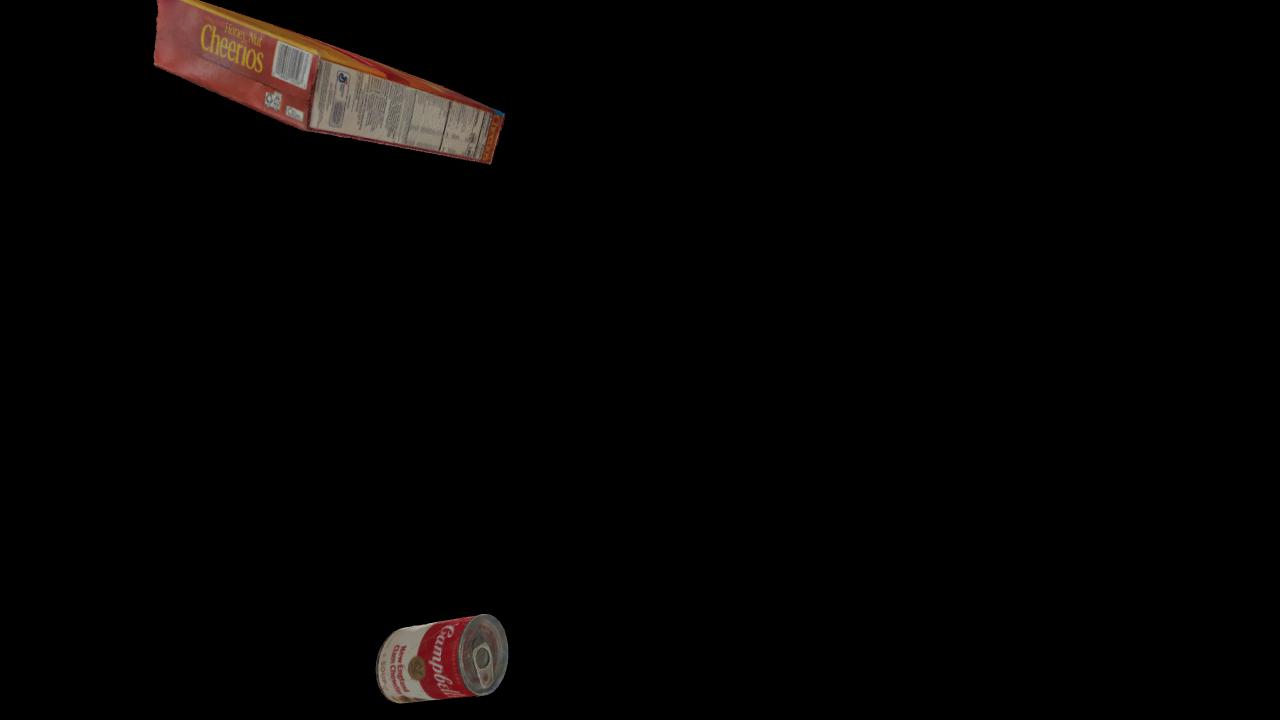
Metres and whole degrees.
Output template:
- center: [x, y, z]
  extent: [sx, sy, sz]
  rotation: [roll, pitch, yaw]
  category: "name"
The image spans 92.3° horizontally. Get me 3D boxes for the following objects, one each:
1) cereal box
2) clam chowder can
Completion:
- center: [-0.323, -0.304, 0.700]
  extent: [0.203, 0.081, 0.306]
  rotation: [25, 19, 14]
  category: "cereal box"
- center: [-0.184, 0.279, 0.573]
  extent: [0.102, 0.068, 0.068]
  rotation: [-18, -7, 22]
  category: "clam chowder can"
